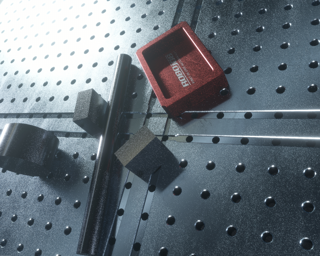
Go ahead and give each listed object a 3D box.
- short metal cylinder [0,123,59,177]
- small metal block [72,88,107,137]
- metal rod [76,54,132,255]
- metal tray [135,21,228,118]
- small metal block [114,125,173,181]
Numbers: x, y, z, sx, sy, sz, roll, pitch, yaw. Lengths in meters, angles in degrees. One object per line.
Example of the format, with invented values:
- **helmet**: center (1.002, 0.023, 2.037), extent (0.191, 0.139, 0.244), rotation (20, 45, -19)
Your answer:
- **short metal cylinder**: center (-0.194, 0.034, 0.452), extent (0.080, 0.080, 0.050), rotation (-6, 59, 25)
- **small metal block**: center (-0.098, -0.022, 0.455), extent (0.025, 0.050, 0.050), rotation (-12, 57, 22)
- **metal rod**: center (-0.071, 0.017, 0.433), extent (0.025, 0.025, 0.299), rotation (-8, 58, 23)
- **metal tray**: center (0.027, -0.087, 0.443), extent (0.090, 0.030, 0.130), rotation (-31, 52, 8)
- **small metal block**: center (-0.019, 0.032, 0.382), extent (0.050, 0.050, 0.025), rotation (-44, 51, -2)
